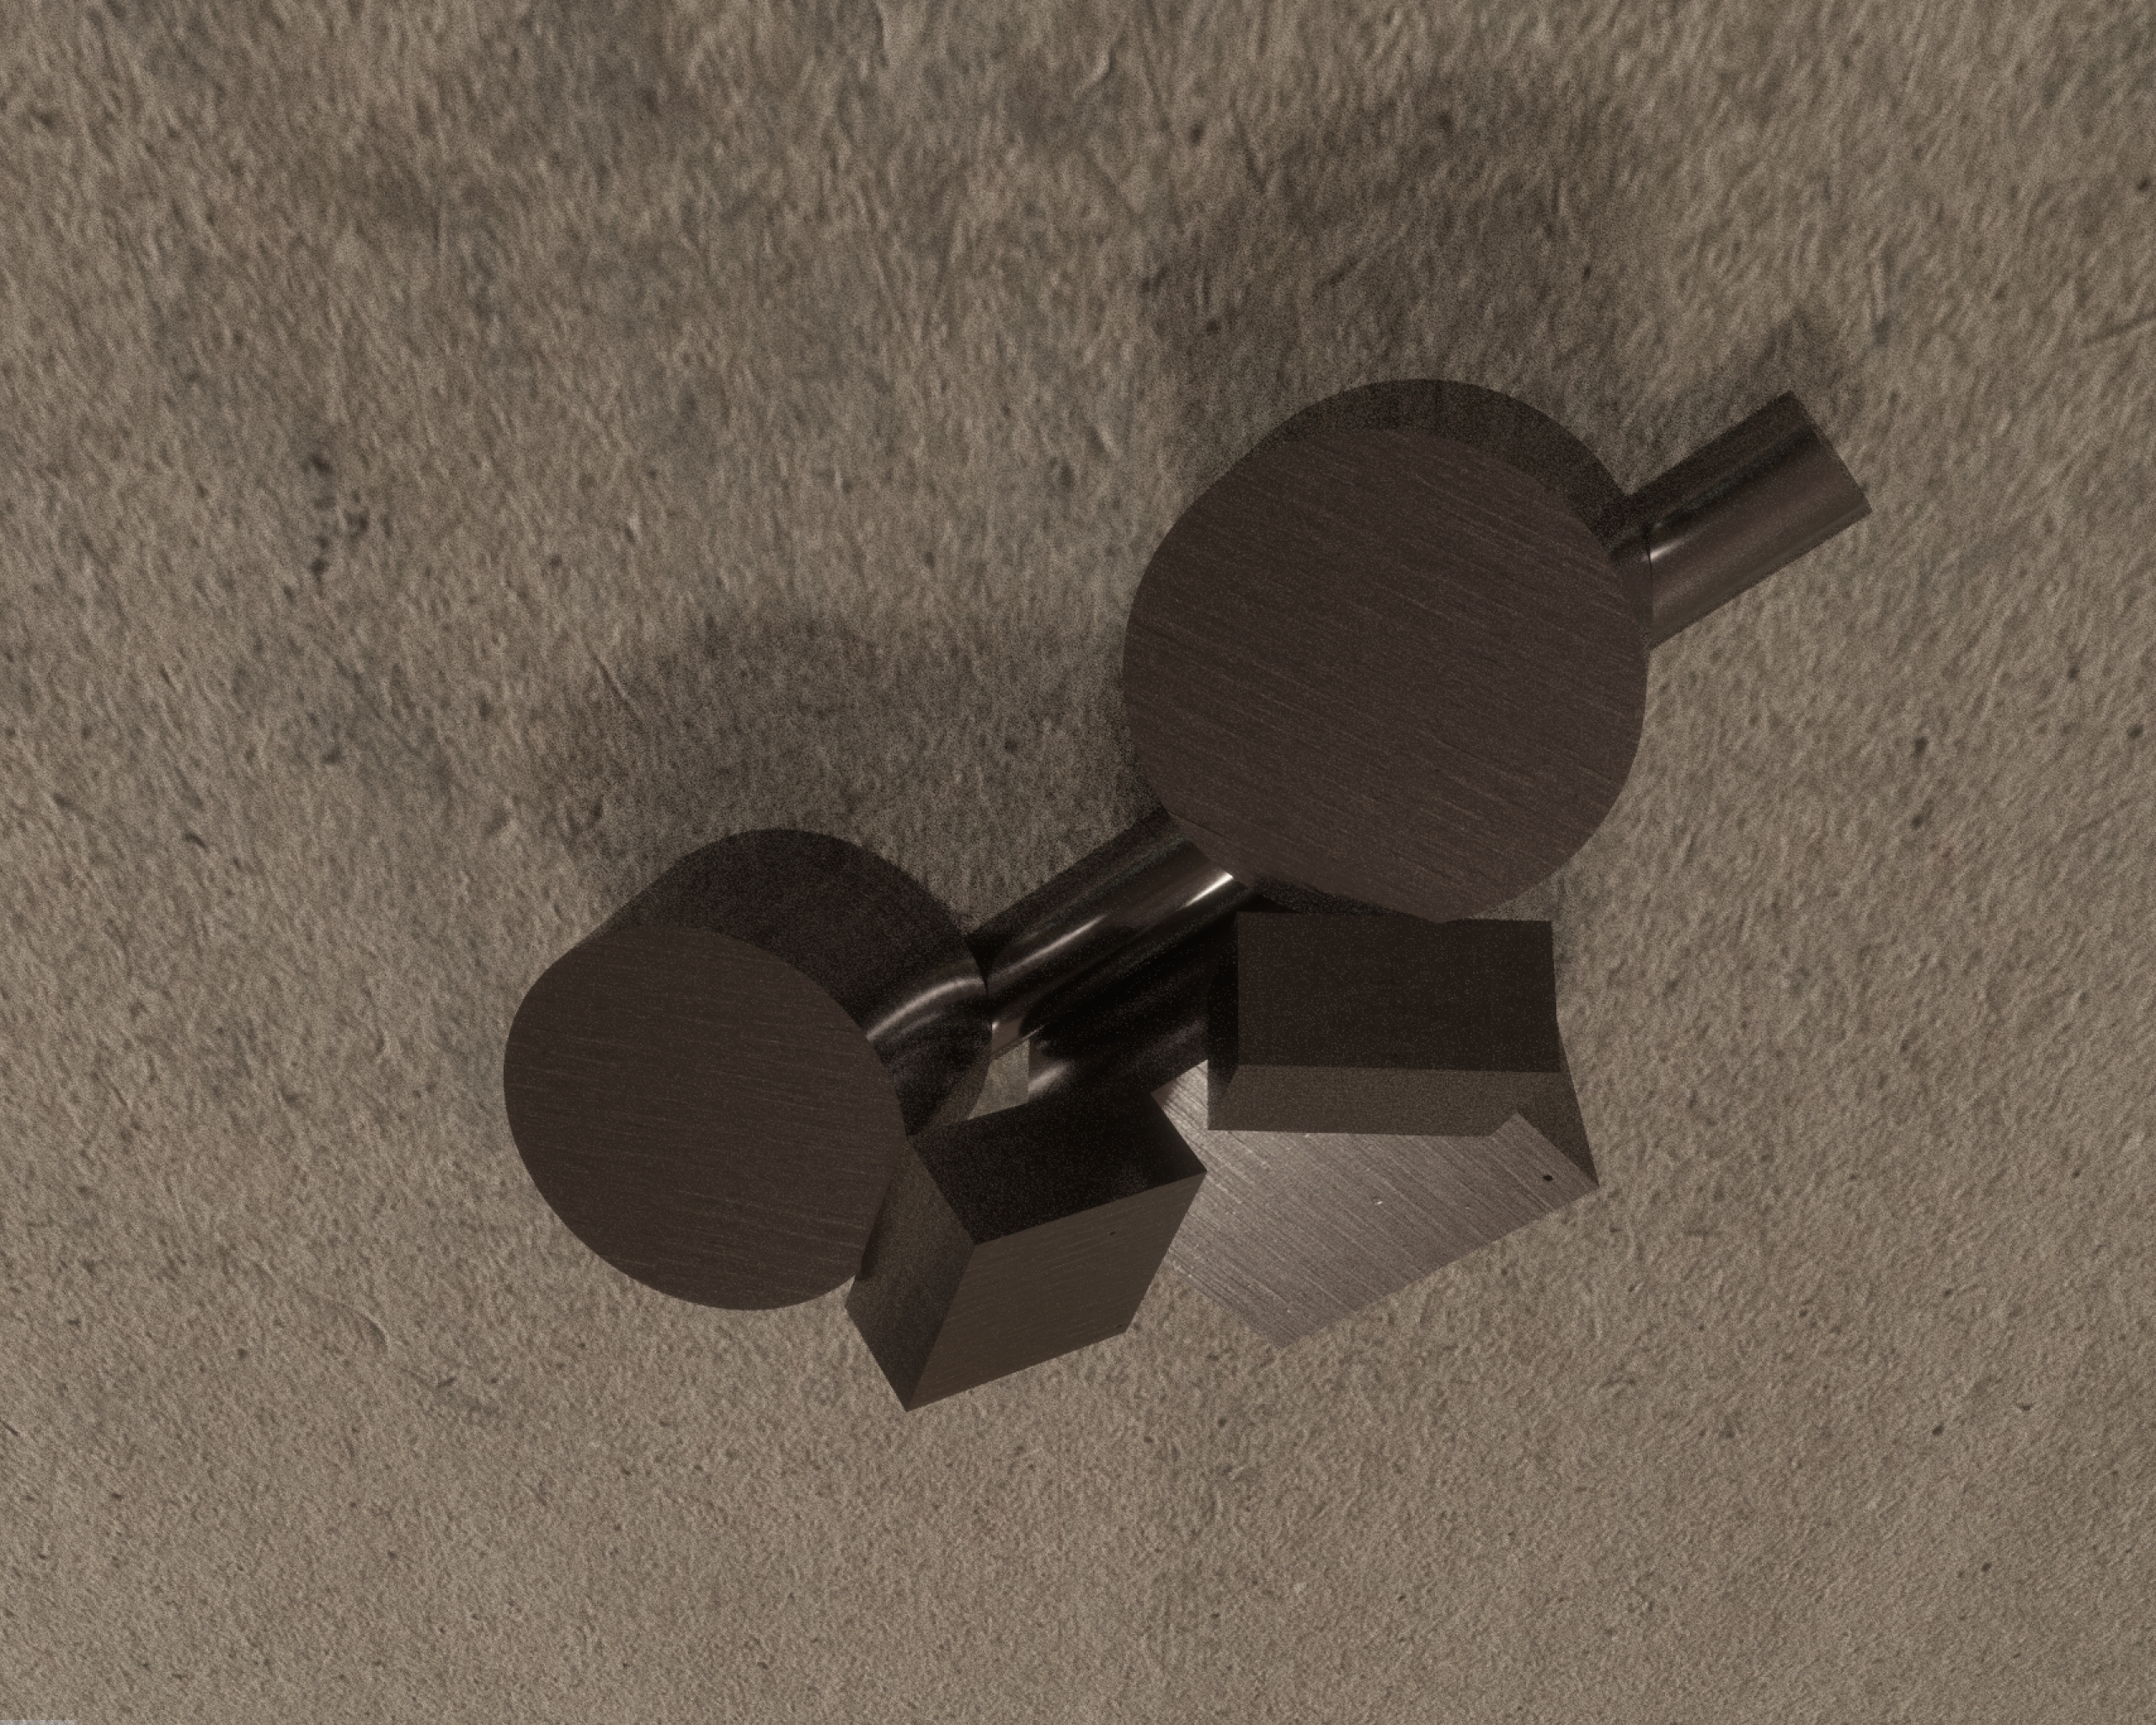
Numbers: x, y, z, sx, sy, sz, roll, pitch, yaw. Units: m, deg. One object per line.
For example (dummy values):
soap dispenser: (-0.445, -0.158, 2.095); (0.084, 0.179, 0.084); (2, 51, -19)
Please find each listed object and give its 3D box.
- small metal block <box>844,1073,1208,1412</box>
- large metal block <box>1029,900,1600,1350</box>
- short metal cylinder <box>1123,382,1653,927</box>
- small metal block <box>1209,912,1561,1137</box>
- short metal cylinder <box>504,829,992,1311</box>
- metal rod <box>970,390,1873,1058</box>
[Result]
small metal block: (-0.010, 0.070, 0.387); (0.050, 0.025, 0.050); (-12, 139, -34)
large metal block: (0.047, 0.046, 0.430); (0.080, 0.050, 0.080); (-34, 123, 25)
short metal cylinder: (0.053, -0.036, 0.343); (0.080, 0.050, 0.079); (6, 112, 14)
small metal block: (0.049, 0.028, 0.352); (0.050, 0.025, 0.050); (2, 161, -2)
short metal cylinder: (-0.063, 0.039, 0.407); (0.080, 0.050, 0.079); (6, 112, 14)
metal rod: (0.014, 0.006, 0.413); (0.299, 0.025, 0.025); (-34, 123, 25)
